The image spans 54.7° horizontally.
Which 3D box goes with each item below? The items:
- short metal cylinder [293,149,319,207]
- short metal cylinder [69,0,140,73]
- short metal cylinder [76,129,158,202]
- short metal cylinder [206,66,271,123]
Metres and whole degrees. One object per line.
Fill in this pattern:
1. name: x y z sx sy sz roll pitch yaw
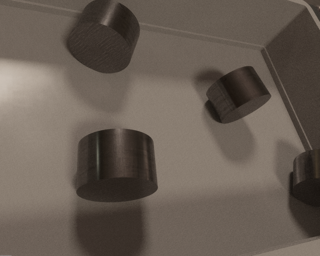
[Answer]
1. short metal cylinder: 0.240 0.075 0.457 0.080 0.080 0.050 28 52 -11
2. short metal cylinder: -0.071 -0.118 0.405 0.080 0.080 0.050 23 53 -15
3. short metal cylinder: -0.045 0.042 0.322 0.081 0.080 0.050 8 58 -25
4. short metal cylinder: 0.117 -0.048 0.465 0.081 0.080 0.050 -15 70 -34
